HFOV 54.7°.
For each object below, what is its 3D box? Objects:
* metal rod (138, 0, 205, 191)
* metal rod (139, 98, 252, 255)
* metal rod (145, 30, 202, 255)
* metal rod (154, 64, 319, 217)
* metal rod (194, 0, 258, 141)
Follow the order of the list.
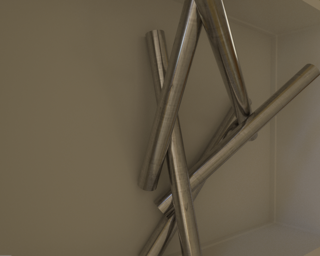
[{"bbox_3d":[0.020,-0.061,0.342,0.025,0.025,0.298,-4,118,-40],"label":"metal rod"},{"bbox_3d":[0.064,0.061,0.459,0.025,0.025,0.301,52,60,-28],"label":"metal rod"},{"bbox_3d":[0.018,0.025,0.392,0.025,0.025,0.298,-6,85,-40],"label":"metal rod"},{"bbox_3d":[0.113,0.011,0.433,0.301,0.025,0.025,-40,117,-9],"label":"metal rod"},{"bbox_3d":[0.095,-0.057,0.395,0.025,0.025,0.300,-66,149,-18],"label":"metal rod"}]
